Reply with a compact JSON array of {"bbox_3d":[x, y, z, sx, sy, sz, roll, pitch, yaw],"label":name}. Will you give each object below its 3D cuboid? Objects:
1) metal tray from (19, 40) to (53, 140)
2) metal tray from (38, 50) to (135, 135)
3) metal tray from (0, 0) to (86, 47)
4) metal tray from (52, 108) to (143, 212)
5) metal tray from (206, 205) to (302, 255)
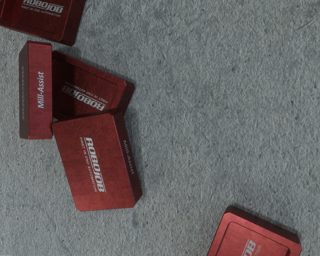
[{"bbox_3d":[-0.179,-0.049,0.443,0.090,0.030,0.129,-1,90,59],"label":"metal tray"},{"bbox_3d":[-0.111,-0.046,0.445,0.130,0.030,0.090,26,98,18],"label":"metal tray"},{"bbox_3d":[-0.181,-0.184,0.470,0.130,0.030,0.089,19,96,18],"label":"metal tray"},{"bbox_3d":[-0.083,0.045,0.417,0.090,0.030,0.129,-9,102,18],"label":"metal tray"},{"bbox_3d":[0.099,0.172,0.371,0.090,0.030,0.129,22,97,18],"label":"metal tray"}]
